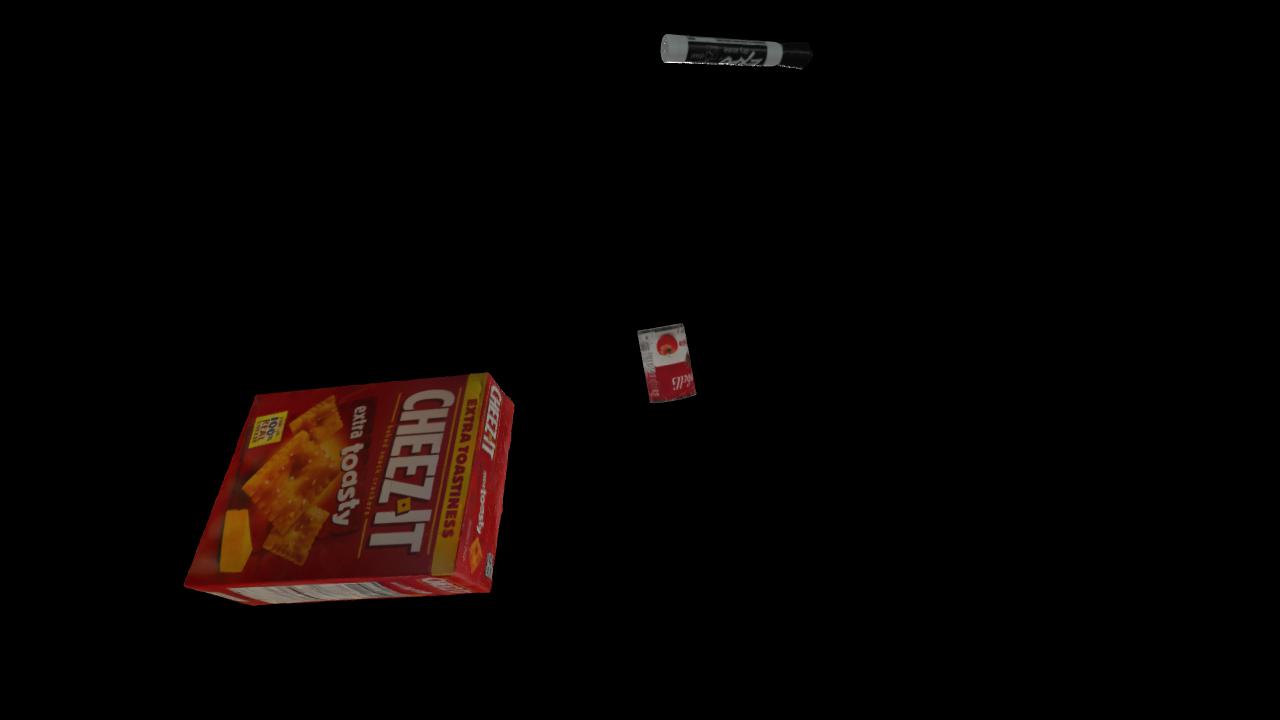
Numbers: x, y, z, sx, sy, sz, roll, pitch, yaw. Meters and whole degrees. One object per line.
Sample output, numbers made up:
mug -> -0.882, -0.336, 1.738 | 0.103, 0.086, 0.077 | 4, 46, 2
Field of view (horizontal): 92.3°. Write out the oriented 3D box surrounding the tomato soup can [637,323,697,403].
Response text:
tomato soup can -> 0.037, 0.003, 0.850 | 0.068, 0.101, 0.068 | -11, 2, 0

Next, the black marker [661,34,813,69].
black marker -> 0.075, -0.232, 0.464 | 0.121, 0.020, 0.020 | -6, 2, -16

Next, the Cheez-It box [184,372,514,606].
Cheez-It box -> -0.224, 0.104, 0.500 | 0.223, 0.166, 0.071 | -6, -32, 10
